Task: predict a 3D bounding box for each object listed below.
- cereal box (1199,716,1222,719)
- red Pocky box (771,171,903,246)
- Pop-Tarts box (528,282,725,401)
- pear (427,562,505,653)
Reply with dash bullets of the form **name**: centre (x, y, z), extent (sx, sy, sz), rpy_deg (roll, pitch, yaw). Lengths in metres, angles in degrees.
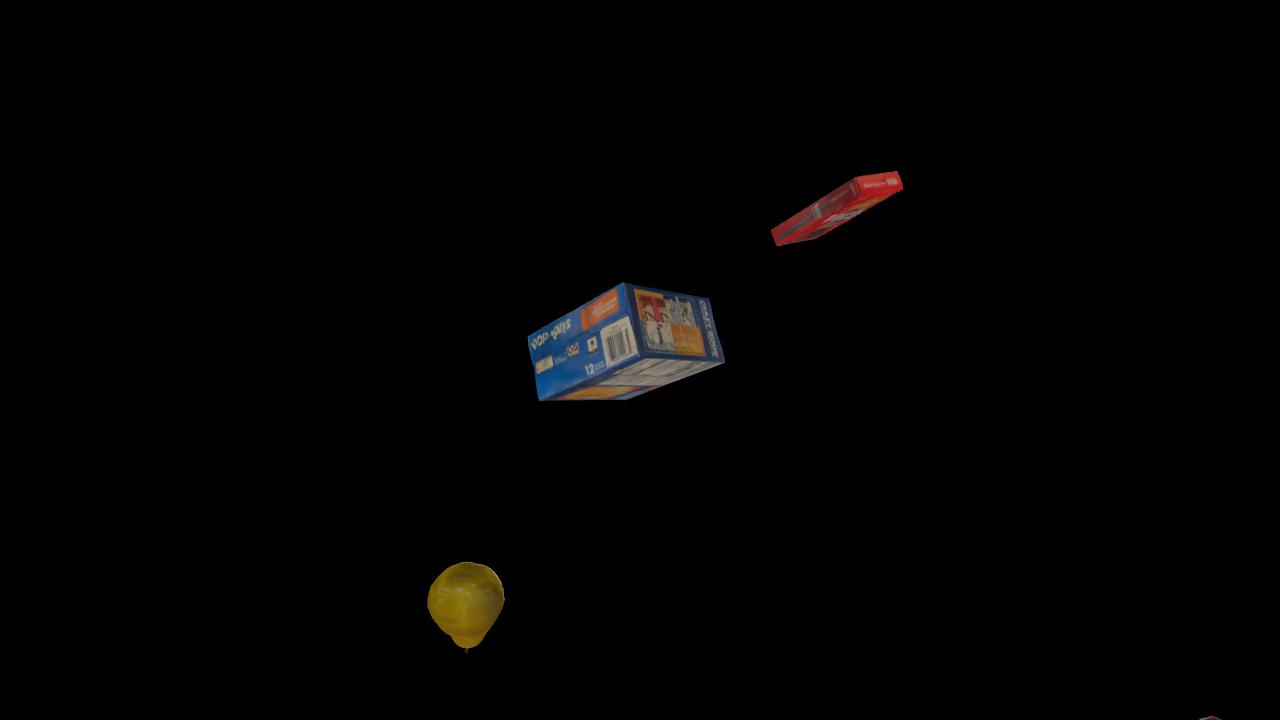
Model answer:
- **cereal box**: centre (0.289, 0.347, 0.272), extent (0.081, 0.306, 0.203), rpy_deg (1, -32, 40)
- **red Pocky box**: centre (0.248, -0.191, 0.791), extent (0.083, 0.028, 0.155), rpy_deg (-15, -6, -30)
- **Pop-Tarts box**: centre (-0.018, -0.013, 0.695), extent (0.141, 0.083, 0.167), rpy_deg (4, -20, -45)
- **pear**: centre (-0.183, 0.277, 0.659), extent (0.080, 0.111, 0.080), rpy_deg (-4, 16, 1)
